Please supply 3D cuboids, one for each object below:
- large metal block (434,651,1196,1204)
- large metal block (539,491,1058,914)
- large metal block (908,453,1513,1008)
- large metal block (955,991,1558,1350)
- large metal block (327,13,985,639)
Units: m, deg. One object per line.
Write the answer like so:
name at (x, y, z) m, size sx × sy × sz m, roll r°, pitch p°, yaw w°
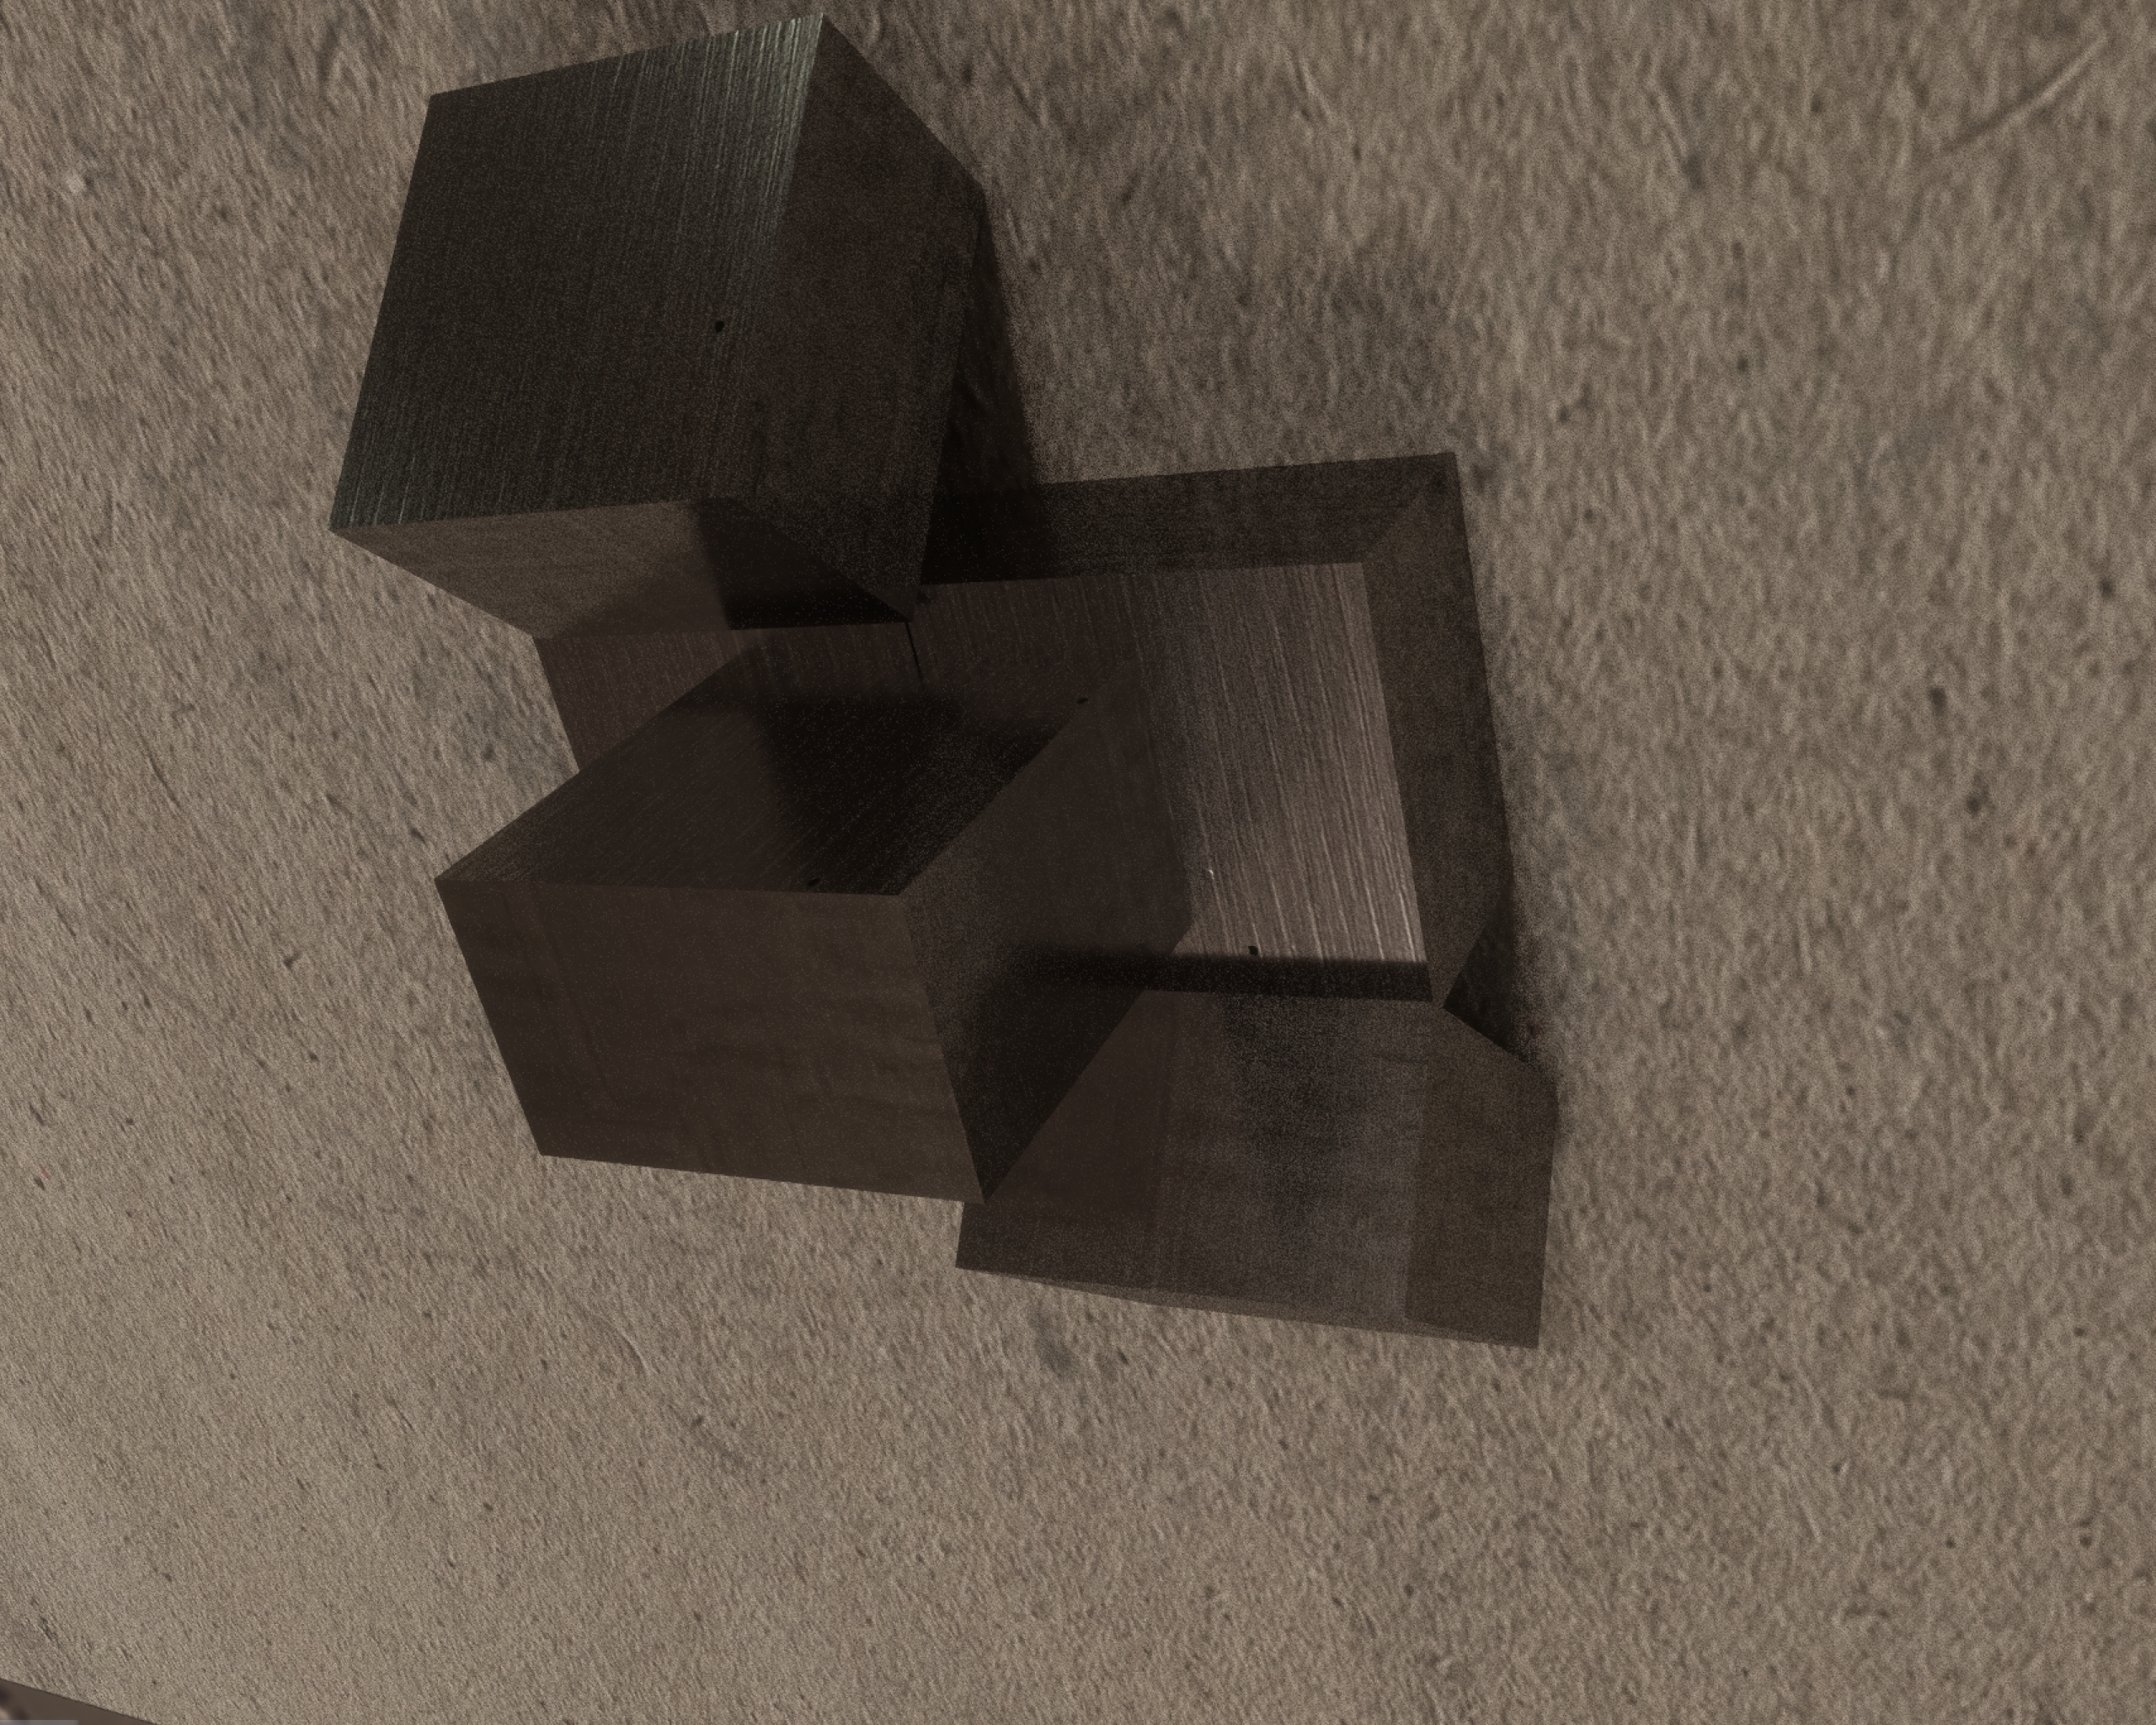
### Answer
large metal block at (-0.037, 0.006, 0.331) m, size 0.080 × 0.080 × 0.050 m, roll 1°, pitch 119°, yaw 27°
large metal block at (-0.047, -0.022, 0.399) m, size 0.080 × 0.050 × 0.079 m, roll 1°, pitch 119°, yaw 27°
large metal block at (0.025, -0.022, 0.362) m, size 0.080 × 0.050 × 0.079 m, roll 1°, pitch 119°, yaw 27°
large metal block at (0.036, 0.056, 0.380) m, size 0.080 × 0.080 × 0.050 m, roll 1°, pitch 75°, yaw 27°
large metal block at (-0.068, -0.085, 0.347) m, size 0.080 × 0.050 × 0.080 m, roll 1°, pitch 75°, yaw 28°
